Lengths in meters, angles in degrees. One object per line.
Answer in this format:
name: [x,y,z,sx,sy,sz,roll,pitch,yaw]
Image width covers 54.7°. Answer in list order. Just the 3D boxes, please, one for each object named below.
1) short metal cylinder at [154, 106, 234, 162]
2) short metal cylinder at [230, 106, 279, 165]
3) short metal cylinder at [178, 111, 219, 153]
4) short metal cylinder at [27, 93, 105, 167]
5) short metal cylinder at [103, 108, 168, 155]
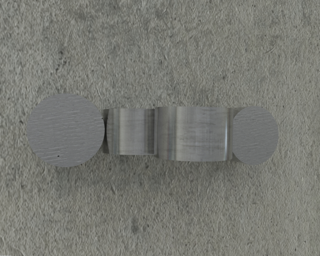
short metal cylinder: [0.034,0.005,0.320,0.081,0.080,0.050,1,91,-20]
short metal cylinder: [0.119,0.010,0.440,0.081,0.050,0.080,0,91,-21]
short metal cylinder: [0.048,0.005,0.399,0.081,0.080,0.050,0,89,-20]
short metal cylinder: [-0.109,0.002,0.357,0.081,0.050,0.080,0,90,-21]
short metal cylinder: [-0.028,0.004,0.371,0.081,0.080,0.050,0,90,-20]
